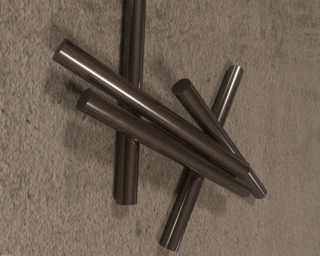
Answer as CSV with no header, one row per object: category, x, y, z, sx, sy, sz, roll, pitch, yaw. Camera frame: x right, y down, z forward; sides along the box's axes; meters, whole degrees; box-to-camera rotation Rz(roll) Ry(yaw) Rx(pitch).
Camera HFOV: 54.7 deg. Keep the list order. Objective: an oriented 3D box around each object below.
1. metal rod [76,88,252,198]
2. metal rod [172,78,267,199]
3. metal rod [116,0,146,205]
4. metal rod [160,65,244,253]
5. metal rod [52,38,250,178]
metal rod,0.029,0.034,0.396,0.301,0.025,0.025,31,71,-36
metal rod,0.103,0.034,0.464,0.300,0.025,0.025,47,62,-40
metal rod,-0.034,-0.059,0.378,0.025,0.025,0.298,4,87,-40
metal rod,0.069,0.033,0.465,0.025,0.025,0.300,37,67,-34
metal rod,0.012,-0.008,0.377,0.301,0.025,0.025,32,70,-31
